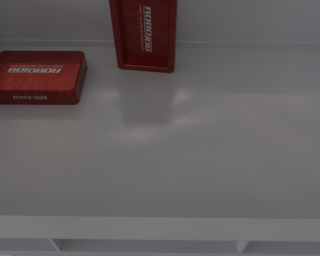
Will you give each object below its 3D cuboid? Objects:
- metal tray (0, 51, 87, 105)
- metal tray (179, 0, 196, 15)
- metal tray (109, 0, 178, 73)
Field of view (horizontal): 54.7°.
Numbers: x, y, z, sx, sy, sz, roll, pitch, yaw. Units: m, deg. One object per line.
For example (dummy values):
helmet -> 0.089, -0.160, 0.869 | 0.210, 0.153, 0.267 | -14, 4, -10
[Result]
metal tray -> -0.183, -0.077, 0.465 | 0.131, 0.030, 0.090 | 0, 50, 0
metal tray -> 0.062, -0.299, 0.617 | 0.030, 0.090, 0.130 | 10, 51, 8
metal tray -> -0.021, -0.143, 0.457 | 0.090, 0.129, 0.030 | 5, 51, 4
